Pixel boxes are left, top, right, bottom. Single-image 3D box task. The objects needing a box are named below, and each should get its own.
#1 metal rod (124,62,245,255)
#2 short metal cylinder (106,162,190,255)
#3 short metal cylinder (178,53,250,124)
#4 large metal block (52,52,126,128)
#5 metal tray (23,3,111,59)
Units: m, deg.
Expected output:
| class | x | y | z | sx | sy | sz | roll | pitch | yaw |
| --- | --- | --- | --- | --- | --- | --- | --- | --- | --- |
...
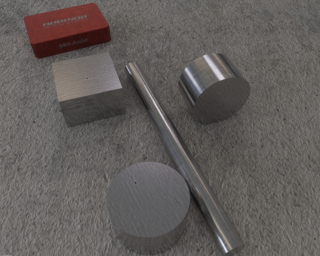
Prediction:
| class | x | y | z | sx | sy | sz | roll | pitch | yaw |
| --- | --- | --- | --- | --- | --- | --- | --- | --- | --- |
| metal rod | 0.014 | 0.014 | 0.390 | 0.025 | 0.025 | 0.300 | -18 | 52 | -14 |
| short metal cylinder | -0.011 | 0.082 | 0.318 | 0.081 | 0.050 | 0.080 | 0 | 50 | 0 |
| short metal cylinder | 0.071 | -0.051 | 0.411 | 0.081 | 0.080 | 0.050 | -15 | 52 | -12 |
| large metal block | -0.099 | -0.055 | 0.432 | 0.081 | 0.050 | 0.080 | -14 | 52 | -12 |
| metal tray | -0.163 | -0.174 | 0.545 | 0.131 | 0.030 | 0.090 | -18 | 53 | -15 |
